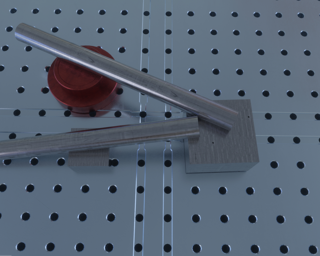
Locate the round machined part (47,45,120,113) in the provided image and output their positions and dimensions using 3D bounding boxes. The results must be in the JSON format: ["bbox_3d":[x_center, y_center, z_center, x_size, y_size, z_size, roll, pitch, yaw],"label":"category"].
[{"bbox_3d":[-0.106,-0.074,0.428,0.099,0.042,0.098,0,70,-1],"label":"round machined part"}]

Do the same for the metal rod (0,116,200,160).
[{"bbox_3d":[-0.104,0.016,0.375,0.301,0.025,0.025,-7,70,8],"label":"metal rod"}]

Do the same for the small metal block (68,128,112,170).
[{"bbox_3d":[-0.089,0.028,0.401,0.050,0.025,0.050,0,70,-1],"label":"small metal block"}]

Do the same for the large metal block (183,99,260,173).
[{"bbox_3d":[0.073,0.011,0.392,0.081,0.050,0.080,-2,70,-1],"label":"large metal block"}]

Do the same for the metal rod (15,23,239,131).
[{"bbox_3d":[-0.049,-0.068,0.385,0.301,0.025,0.025,24,72,11],"label":"metal rod"}]
